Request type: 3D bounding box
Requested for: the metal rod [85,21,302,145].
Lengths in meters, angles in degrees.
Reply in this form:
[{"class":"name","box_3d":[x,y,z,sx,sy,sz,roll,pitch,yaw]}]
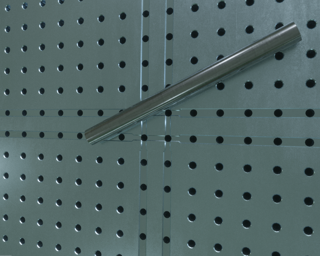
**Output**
[{"class":"metal rod","box_3d":[0.029,-0.049,0.401,0.300,0.025,0.025,-26,82,17]}]
